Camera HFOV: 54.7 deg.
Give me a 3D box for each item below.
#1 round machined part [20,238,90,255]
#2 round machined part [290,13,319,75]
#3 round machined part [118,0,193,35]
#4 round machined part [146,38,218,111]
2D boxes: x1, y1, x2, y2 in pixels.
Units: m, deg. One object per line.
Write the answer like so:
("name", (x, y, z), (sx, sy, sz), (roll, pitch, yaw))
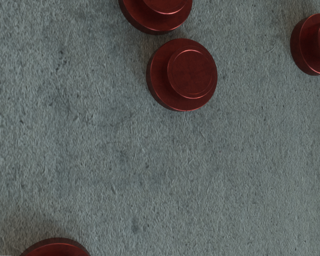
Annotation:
("round machined part", (-0.122, 0.181, 0.355), (0.099, 0.042, 0.097), (0, 90, -20))
("round machined part", (0.263, -0.135, 0.496), (0.099, 0.042, 0.097), (0, 90, -20))
("round machined part", (-0.002, -0.174, 0.399), (0.099, 0.042, 0.097), (0, 90, -20))
("round machined part", (0.034, -0.071, 0.412), (0.099, 0.042, 0.097), (0, 90, -20))
